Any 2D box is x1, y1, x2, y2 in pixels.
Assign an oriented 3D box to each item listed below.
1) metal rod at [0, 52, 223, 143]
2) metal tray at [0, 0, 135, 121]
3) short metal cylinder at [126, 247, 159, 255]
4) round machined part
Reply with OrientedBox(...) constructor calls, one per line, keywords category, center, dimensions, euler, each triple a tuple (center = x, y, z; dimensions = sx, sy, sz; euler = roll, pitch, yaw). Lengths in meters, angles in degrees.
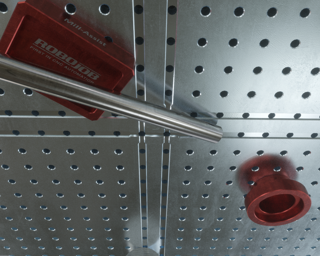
OrientedBox(category="metal rod", center=(-0.049, -0.028, 0.346), dimensions=(0.302, 0.025, 0.025), euler=(16, 129, -30))
OrientedBox(category="metal tray", center=(-0.104, -0.072, 0.345), dimensions=(0.131, 0.030, 0.090), euler=(30, 124, -23))
OrientedBox(category="short metal cylinder", center=(-0.035, 0.291, 0.623), dimensions=(0.081, 0.080, 0.050), euler=(-1, 130, 0))
OrientedBox(category="round machined part", center=(0.186, 0.113, 0.500), dimensions=(0.099, 0.042, 0.097), euler=(-1, 130, 0))
